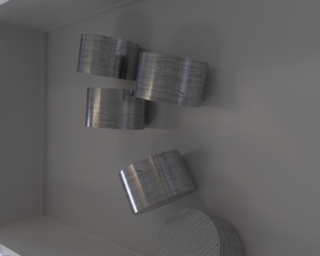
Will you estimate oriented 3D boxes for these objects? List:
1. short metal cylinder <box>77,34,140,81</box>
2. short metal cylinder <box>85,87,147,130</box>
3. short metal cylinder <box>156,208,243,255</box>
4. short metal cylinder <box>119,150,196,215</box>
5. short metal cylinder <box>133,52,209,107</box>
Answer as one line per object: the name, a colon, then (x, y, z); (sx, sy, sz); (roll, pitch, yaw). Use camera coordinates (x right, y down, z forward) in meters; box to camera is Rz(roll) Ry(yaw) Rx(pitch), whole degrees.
short metal cylinder: (-0.071, -0.096, 0.430); (0.080, 0.081, 0.050); (15, 100, 39)
short metal cylinder: (-0.059, -0.026, 0.420); (0.080, 0.081, 0.050); (7, 95, 40)
short metal cylinder: (0.042, 0.133, 0.338); (0.080, 0.050, 0.080); (-21, 55, 33)
short metal cylinder: (-0.003, 0.066, 0.374); (0.080, 0.081, 0.050); (-35, 68, 34)
short metal cylinder: (0.012, -0.056, 0.361); (0.080, 0.081, 0.050); (16, 101, 39)
